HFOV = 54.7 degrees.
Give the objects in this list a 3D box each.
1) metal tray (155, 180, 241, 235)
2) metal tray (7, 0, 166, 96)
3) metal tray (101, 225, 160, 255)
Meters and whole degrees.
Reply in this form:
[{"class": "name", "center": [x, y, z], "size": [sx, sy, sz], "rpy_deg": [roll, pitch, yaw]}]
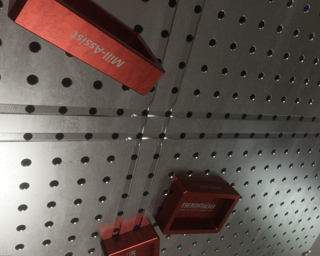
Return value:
[{"class": "metal tray", "center": [0.067, 0.138, 0.532], "size": [0.131, 0.030, 0.089], "rpy_deg": [12, 112, -34]}, {"class": "metal tray", "center": [-0.063, -0.089, 0.278], "size": [0.131, 0.090, 0.030], "rpy_deg": [27, 114, -38]}, {"class": "metal tray", "center": [-0.048, 0.232, 0.527], "size": [0.091, 0.030, 0.129], "rpy_deg": [-13, 124, -22]}]
